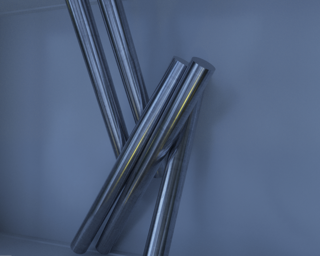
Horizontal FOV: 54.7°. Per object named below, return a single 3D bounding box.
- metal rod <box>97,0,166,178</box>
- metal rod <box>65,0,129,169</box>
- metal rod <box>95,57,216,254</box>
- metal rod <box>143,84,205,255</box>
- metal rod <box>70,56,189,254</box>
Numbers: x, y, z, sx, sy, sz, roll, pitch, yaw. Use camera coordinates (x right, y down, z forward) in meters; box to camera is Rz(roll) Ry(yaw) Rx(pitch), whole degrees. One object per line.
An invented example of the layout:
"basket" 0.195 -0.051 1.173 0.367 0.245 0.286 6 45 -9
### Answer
"metal rod" -0.036 -0.073 0.354 0.025 0.025 0.298 -7 114 20
"metal rod" -0.067 -0.048 0.371 0.025 0.025 0.298 -6 112 20
"metal rod" -0.019 0.054 0.367 0.025 0.025 0.298 37 121 16
"metal rod" 0.014 0.062 0.339 0.025 0.025 0.299 7 66 20
"metal rod" -0.045 0.049 0.382 0.025 0.025 0.298 37 113 16
